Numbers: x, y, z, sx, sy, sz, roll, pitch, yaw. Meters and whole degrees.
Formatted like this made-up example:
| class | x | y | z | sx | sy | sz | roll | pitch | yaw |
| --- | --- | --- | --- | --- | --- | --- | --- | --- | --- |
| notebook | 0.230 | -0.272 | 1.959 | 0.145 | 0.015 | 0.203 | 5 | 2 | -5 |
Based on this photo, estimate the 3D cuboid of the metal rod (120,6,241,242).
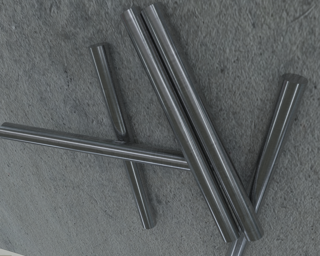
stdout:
| class | x | y | z | sx | sy | sz | roll | pitch | yaw |
| --- | --- | --- | --- | --- | --- | --- | --- | --- | --- |
| metal rod | 0.029 | 0.004 | 0.369 | 0.025 | 0.025 | 0.299 | -18 | 102 | 35 |

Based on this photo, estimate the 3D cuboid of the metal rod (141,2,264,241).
| class | x | y | z | sx | sy | sz | roll | pitch | yaw |
| --- | --- | --- | --- | --- | --- | --- | --- | --- | --- |
| metal rod | 0.055 | 0.002 | 0.361 | 0.025 | 0.025 | 0.299 | -18 | 104 | 35 |

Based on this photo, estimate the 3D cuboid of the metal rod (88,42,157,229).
| class | x | y | z | sx | sy | sz | roll | pitch | yaw |
| --- | --- | --- | --- | --- | --- | --- | --- | --- | --- |
| metal rod | -0.047 | 0.028 | 0.449 | 0.025 | 0.025 | 0.298 | 2 | 119 | 27 |

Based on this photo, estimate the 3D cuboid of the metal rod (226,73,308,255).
| class | x | y | z | sx | sy | sz | roll | pitch | yaw |
| --- | --- | --- | --- | --- | --- | --- | --- | --- | --- |
| metal rod | 0.123 | 0.075 | 0.388 | 0.025 | 0.025 | 0.298 | 17 | 125 | 18 |

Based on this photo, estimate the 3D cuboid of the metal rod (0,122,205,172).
| class | x | y | z | sx | sy | sz | roll | pitch | yaw |
| --- | --- | --- | --- | --- | --- | --- | --- | --- | --- |
| metal rod | -0.077 | 0.027 | 0.424 | 0.301 | 0.025 | 0.025 | 9 | 123 | 9 |
